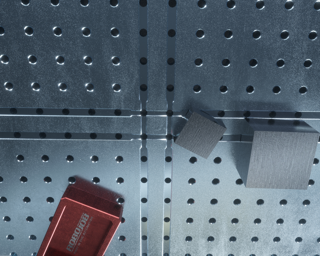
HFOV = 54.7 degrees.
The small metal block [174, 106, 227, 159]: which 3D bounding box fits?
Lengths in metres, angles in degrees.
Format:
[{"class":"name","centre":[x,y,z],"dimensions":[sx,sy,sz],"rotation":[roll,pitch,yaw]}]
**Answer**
[{"class":"small metal block","centre":[0.053,0.006,0.416],"dimensions":[0.050,0.025,0.050],"rotation":[27,108,-10]}]

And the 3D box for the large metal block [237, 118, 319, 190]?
[{"class":"large metal block","centre":[0.153,0.033,0.414],"dimensions":[0.081,0.050,0.079],"rotation":[2,110,-1]}]

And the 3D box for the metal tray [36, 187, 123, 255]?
[{"class":"metal tray","centre":[-0.123,0.162,0.469],"dimensions":[0.090,0.030,0.129],"rotation":[24,108,-9]}]
